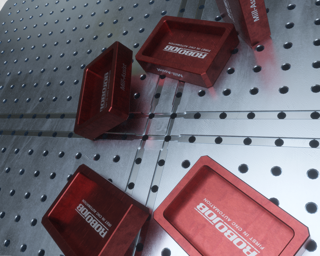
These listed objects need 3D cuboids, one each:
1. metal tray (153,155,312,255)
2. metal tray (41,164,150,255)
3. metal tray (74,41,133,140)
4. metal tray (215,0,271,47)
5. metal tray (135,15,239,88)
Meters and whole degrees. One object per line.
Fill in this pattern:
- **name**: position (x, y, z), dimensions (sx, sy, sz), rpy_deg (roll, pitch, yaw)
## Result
- **metal tray**: position (0.066, 0.098, 0.310), dimensions (0.090, 0.030, 0.130), rpy_deg (-49, 51, -6)
- **metal tray**: position (-0.081, 0.104, 0.365), dimensions (0.130, 0.030, 0.090), rpy_deg (19, 71, 49)
- **metal tray**: position (-0.084, -0.057, 0.466), dimensions (0.090, 0.030, 0.130), rpy_deg (-27, 49, 37)
- **metal tray**: position (0.096, -0.177, 0.400), dimensions (0.030, 0.130, 0.090), rpy_deg (-33, 52, 8)
- **metal tray**: position (0.037, -0.117, 0.457), dimensions (0.130, 0.030, 0.090), rpy_deg (22, 73, 36)
